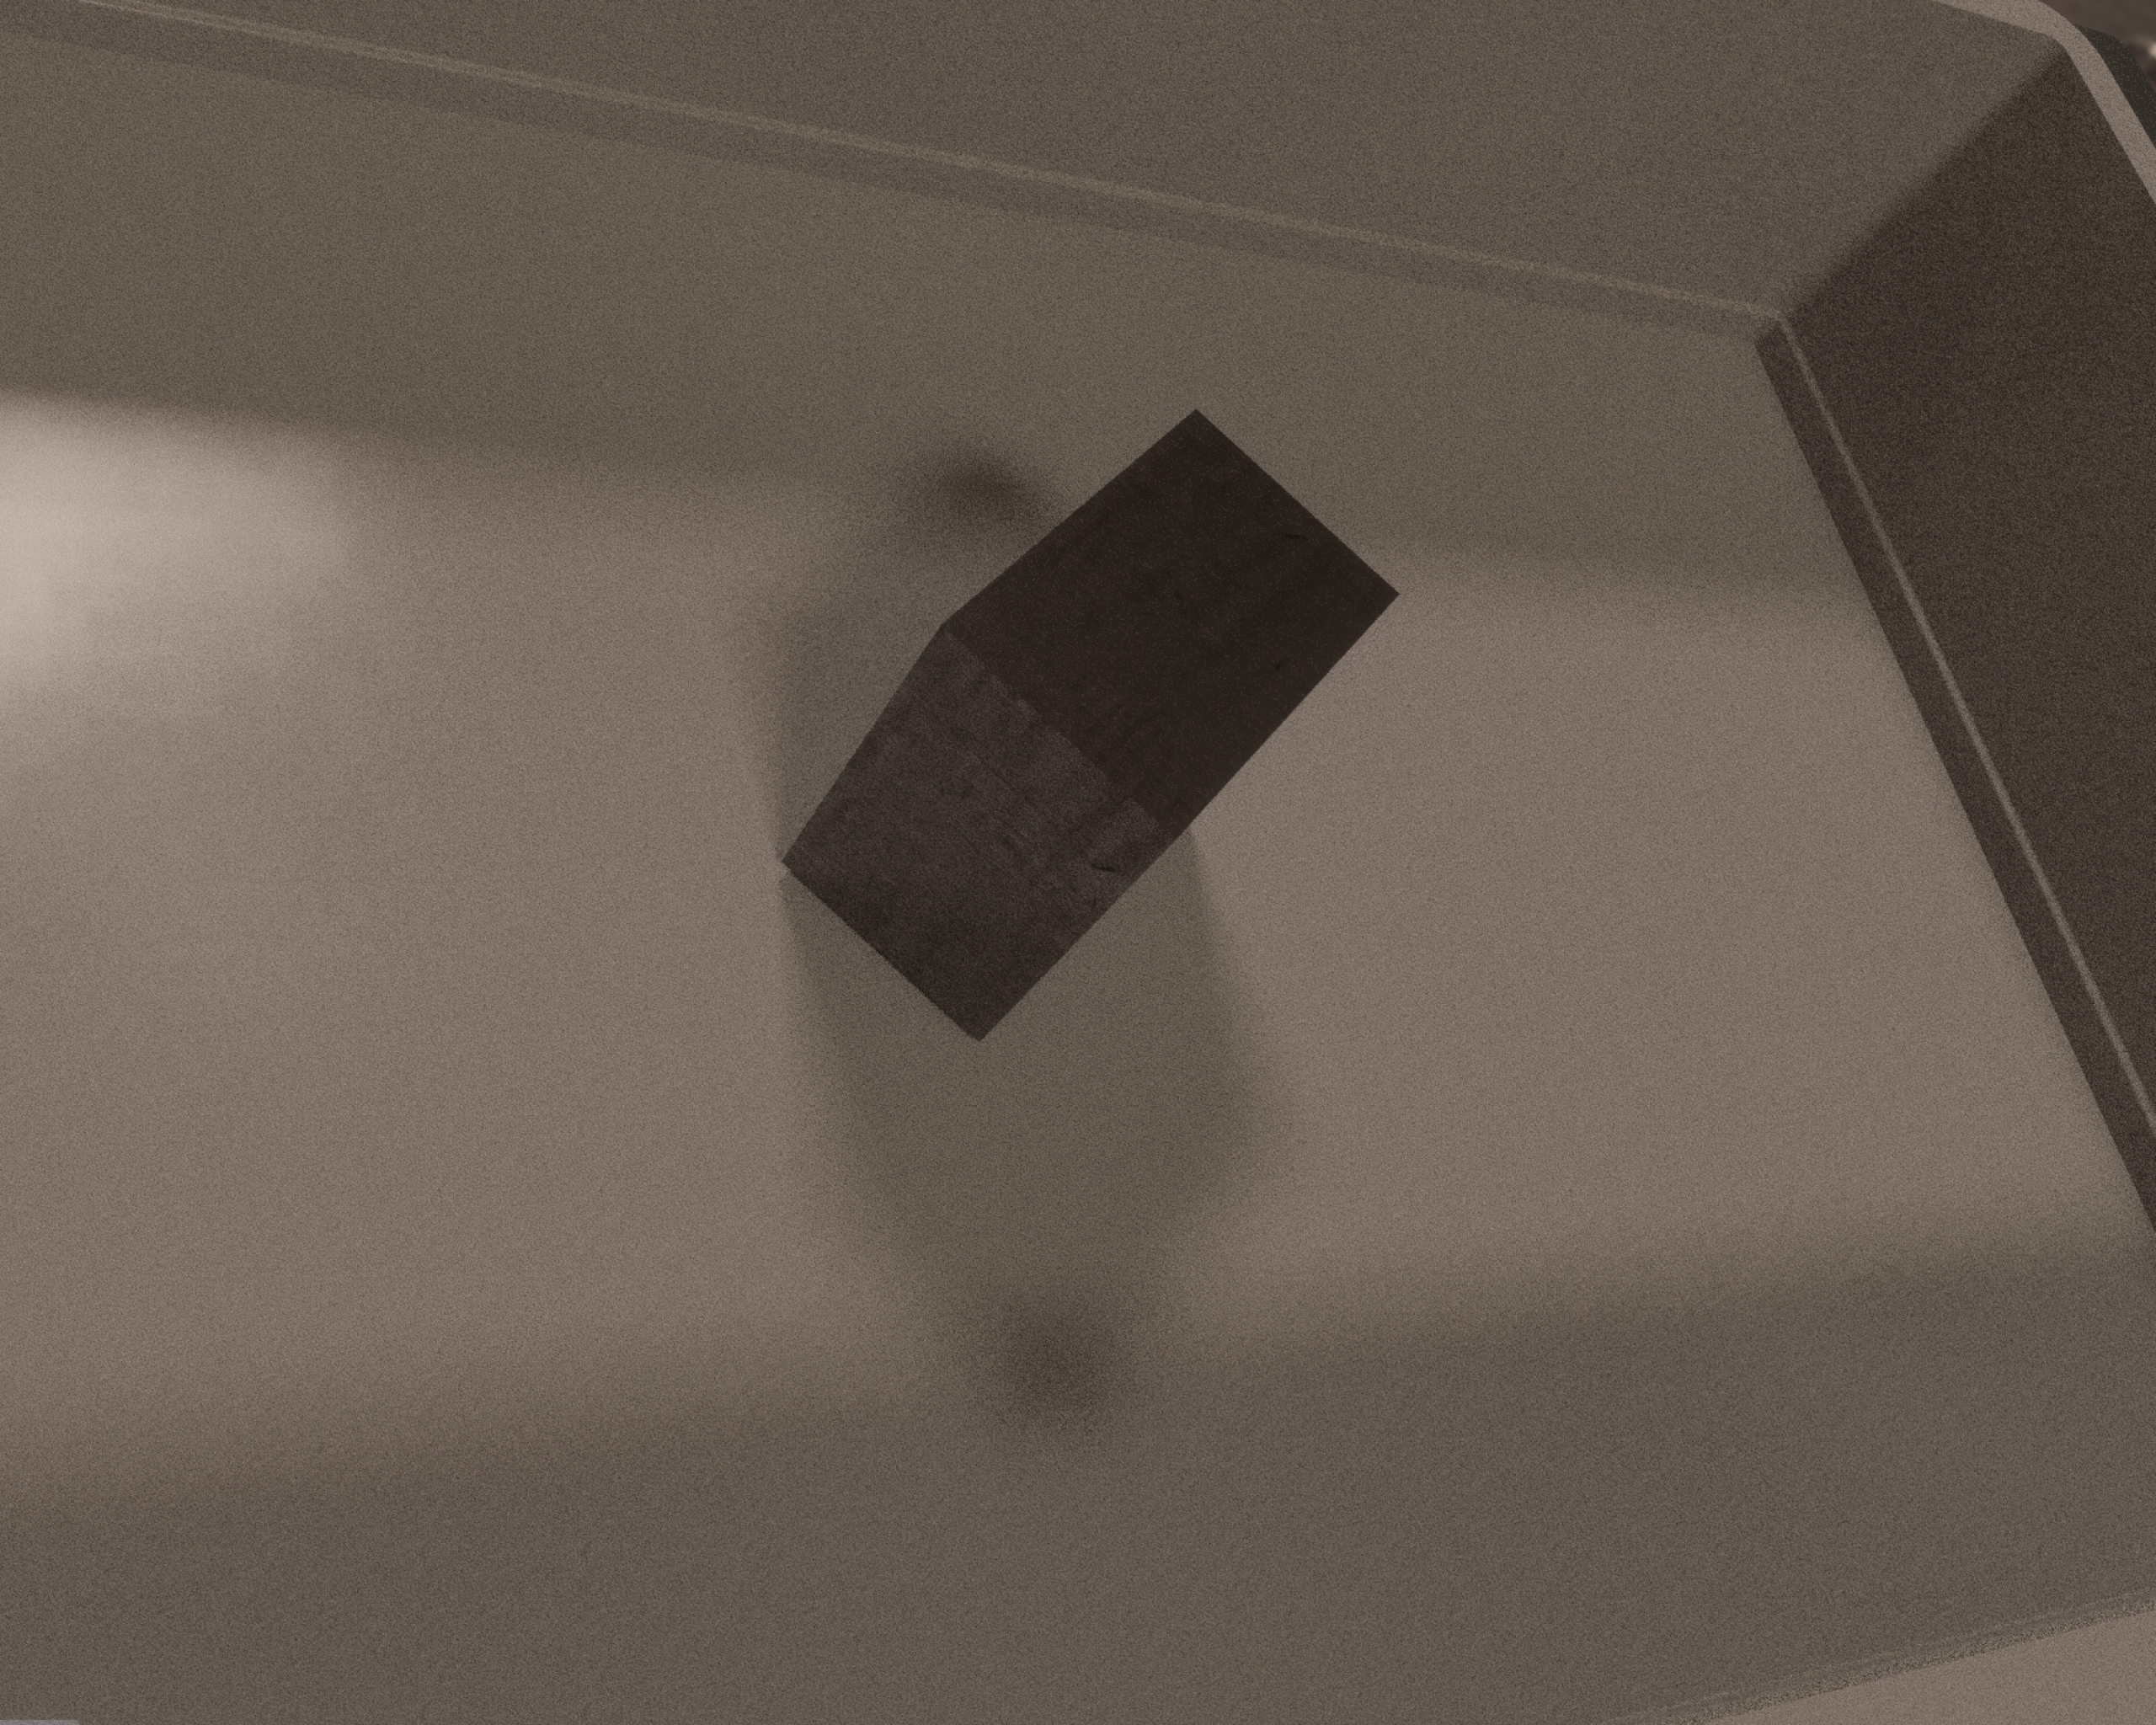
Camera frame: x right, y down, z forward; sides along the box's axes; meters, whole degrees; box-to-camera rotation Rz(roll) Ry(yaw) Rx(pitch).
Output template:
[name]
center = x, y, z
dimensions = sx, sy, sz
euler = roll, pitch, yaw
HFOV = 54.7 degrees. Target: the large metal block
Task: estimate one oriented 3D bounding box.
[large metal block]
center = 0.002, -0.024, 0.384
dimensions = 0.050, 0.080, 0.080
euler = 43, 51, 1
